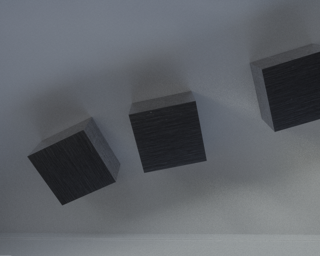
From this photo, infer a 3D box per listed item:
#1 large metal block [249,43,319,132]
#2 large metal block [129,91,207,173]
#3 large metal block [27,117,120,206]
[{"bbox_3d":[0.165,-0.051,0.382,0.080,0.050,0.080,-17,110,5],"label":"large metal block"},{"bbox_3d":[0.011,0.004,0.400,0.080,0.050,0.079,-12,110,4],"label":"large metal block"},{"bbox_3d":[-0.110,0.043,0.412,0.080,0.050,0.080,-25,109,8],"label":"large metal block"}]
